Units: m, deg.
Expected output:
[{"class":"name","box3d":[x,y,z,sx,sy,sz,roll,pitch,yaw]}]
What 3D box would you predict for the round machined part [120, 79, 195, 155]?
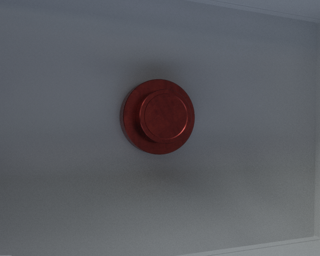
[{"class":"round machined part","box3d":[0.001,-0.014,0.398,0.099,0.042,0.097,0,90,-20]}]
